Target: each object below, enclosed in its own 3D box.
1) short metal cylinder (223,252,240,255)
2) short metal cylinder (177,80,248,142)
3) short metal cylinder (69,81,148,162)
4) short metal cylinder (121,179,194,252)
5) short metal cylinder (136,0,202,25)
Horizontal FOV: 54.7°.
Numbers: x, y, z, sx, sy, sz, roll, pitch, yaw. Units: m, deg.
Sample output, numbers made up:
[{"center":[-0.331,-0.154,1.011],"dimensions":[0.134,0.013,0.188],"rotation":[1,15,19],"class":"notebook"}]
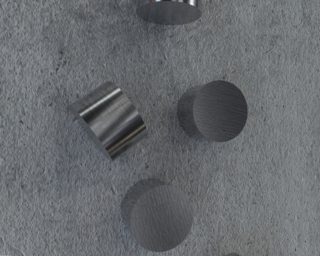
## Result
[{"center":[0.092,0.216,0.414],"dimensions":[0.050,0.080,0.080],"rotation":[-15,95,-19],"class":"short metal cylinder"},{"center":[0.070,-0.022,0.421],"dimensions":[0.081,0.050,0.080],"rotation":[0,90,-20],"class":"short metal cylinder"},{"center":[-0.059,-0.007,0.358],"dimensions":[0.050,0.080,0.080],"rotation":[-37,102,-16],"class":"short metal cylinder"},{"center":[-0.005,0.108,0.394],"dimensions":[0.081,0.050,0.080],"rotation":[0,90,-20],"class":"short metal cylinder"},{"center":[0.012,-0.166,0.384],"dimensions":[0.081,0.080,0.050],"rotation":[2,90,-20],"class":"short metal cylinder"}]
